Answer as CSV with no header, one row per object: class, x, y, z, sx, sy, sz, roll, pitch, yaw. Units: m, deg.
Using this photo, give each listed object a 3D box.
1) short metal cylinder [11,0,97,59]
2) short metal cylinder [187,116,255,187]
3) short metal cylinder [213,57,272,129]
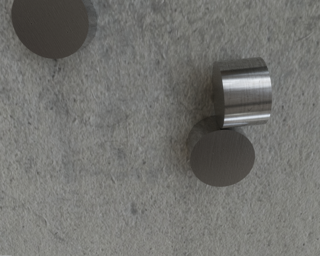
short metal cylinder,-0.116,-0.122,0.350,0.081,0.050,0.079,0,110,-1
short metal cylinder,0.078,0.030,0.408,0.081,0.050,0.079,0,112,0
short metal cylinder,0.094,-0.041,0.367,0.050,0.080,0.079,-6,110,2
